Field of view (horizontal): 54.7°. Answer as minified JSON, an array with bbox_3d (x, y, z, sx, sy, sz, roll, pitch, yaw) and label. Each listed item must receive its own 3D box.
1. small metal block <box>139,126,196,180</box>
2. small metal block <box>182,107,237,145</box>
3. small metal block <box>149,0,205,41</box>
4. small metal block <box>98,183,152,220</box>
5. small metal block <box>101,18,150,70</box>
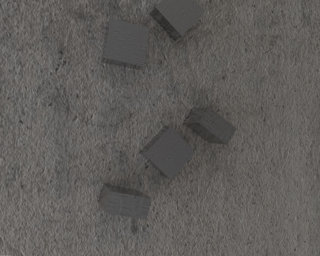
[{"bbox_3d":[0.010,0.032,0.413,0.050,0.025,0.050,46,76,-14],"label":"small metal block"},{"bbox_3d":[0.066,-0.003,0.420,0.050,0.050,0.025,36,79,-17],"label":"small metal block"},{"bbox_3d":[0.023,-0.155,0.417,0.050,0.025,0.050,44,76,-15],"label":"small metal block"},{"bbox_3d":[-0.044,0.089,0.379,0.050,0.050,0.025,15,85,-20],"label":"small metal block"},{"bbox_3d":[-0.044,-0.105,0.392,0.050,0.025,0.050,9,87,-20],"label":"small metal block"}]
